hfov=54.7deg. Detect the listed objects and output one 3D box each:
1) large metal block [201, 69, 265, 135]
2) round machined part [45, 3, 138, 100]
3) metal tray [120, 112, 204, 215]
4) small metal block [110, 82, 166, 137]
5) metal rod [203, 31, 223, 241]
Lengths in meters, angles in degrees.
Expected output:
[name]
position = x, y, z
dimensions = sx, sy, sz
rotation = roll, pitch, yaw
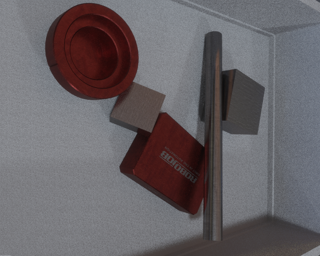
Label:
[large metal block]
position = 0.117, -0.038, 0.491
dimensions = 0.080, 0.050, 0.080
rotation = 20, 77, -39
[round machined part]
position = -0.075, -0.079, 0.334
dimensions = 0.099, 0.042, 0.097
rotation = 0, 90, -40
[metal tray]
position = 0.018, 0.050, 0.421
dimensions = 0.130, 0.030, 0.090
rotation = 41, 65, -33
[small metal block]
position = -0.027, -0.023, 0.371
dimensions = 0.050, 0.025, 0.050
rotation = 22, 73, -5
[metal rod]
position = 0.076, 0.000, 0.439
dimensions = 0.025, 0.025, 0.299
rotation = 17, 69, -39
